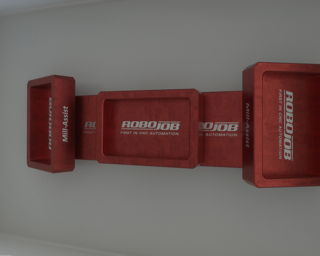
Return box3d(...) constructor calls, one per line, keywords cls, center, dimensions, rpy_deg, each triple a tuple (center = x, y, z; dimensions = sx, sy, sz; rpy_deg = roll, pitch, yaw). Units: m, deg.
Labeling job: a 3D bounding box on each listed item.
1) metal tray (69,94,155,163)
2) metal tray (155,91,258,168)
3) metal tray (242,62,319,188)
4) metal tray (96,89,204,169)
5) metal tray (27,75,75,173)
box3d(cls="metal tray", center=(-0.063, 0.000, 0.430), dimensions=(0.130, 0.030, 0.089), rpy_deg=(0, 90, 20))
box3d(cls="metal tray", center=(0.059, 0.001, 0.386), dimensions=(0.130, 0.030, 0.089), rpy_deg=(0, 90, 20))
box3d(cls="metal tray", center=(0.138, -0.003, 0.337), dimensions=(0.091, 0.030, 0.129), rpy_deg=(0, 90, -9))
box3d(cls="metal tray", center=(-0.014, 0.000, 0.379), dimensions=(0.130, 0.030, 0.089), rpy_deg=(1, 90, 20))
box3d(cls="metal tray", center=(-0.157, -0.006, 0.443), dimensions=(0.090, 0.030, 0.129), rpy_deg=(1, 90, 45))
